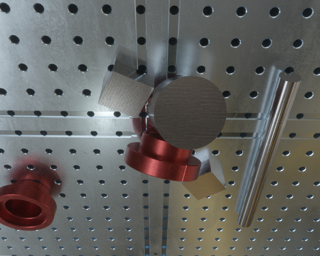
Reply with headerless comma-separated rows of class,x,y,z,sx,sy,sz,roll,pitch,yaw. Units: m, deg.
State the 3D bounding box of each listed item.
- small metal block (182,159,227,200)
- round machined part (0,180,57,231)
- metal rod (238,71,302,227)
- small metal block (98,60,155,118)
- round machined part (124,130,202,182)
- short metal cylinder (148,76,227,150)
small metal block,0.067,0.081,0.481,0.050,0.025,0.050,-27,125,21
round machined part,-0.217,0.121,0.502,0.099,0.042,0.097,0,130,0
metal rod,0.152,0.054,0.458,0.025,0.025,0.298,0,130,0
small metal block,-0.040,-0.045,0.372,0.050,0.025,0.050,21,127,-17
round machined part,0.006,0.032,0.402,0.099,0.098,0.042,13,97,-11
short metal cylinder,0.029,-0.020,0.356,0.081,0.050,0.079,-2,99,-10
